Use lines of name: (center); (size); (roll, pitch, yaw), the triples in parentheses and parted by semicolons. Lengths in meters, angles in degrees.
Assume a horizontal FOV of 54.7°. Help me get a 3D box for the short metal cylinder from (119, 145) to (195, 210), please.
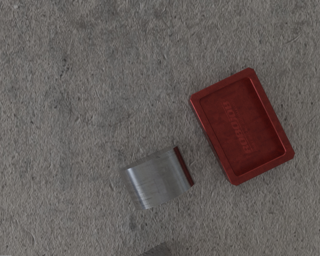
short metal cylinder: (-0.004, 0.059, 0.383); (0.080, 0.080, 0.050); (-24, 90, 0)

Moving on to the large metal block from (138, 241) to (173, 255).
large metal block: (-0.010, 0.209, 0.398); (0.080, 0.050, 0.080); (-28, 90, 0)

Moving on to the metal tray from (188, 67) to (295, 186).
metal tray: (0.105, -0.002, 0.408); (0.090, 0.030, 0.130); (-26, 90, 0)
